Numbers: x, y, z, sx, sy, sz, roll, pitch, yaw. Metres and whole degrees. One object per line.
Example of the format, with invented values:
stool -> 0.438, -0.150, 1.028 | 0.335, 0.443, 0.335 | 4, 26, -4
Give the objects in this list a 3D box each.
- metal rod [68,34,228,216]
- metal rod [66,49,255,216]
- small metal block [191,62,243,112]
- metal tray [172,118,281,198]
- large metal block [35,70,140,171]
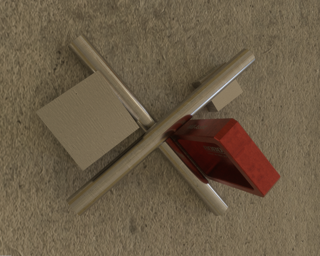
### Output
metal rod -> -0.007, 0.006, 0.409 | 0.025, 0.025, 0.300 | -44, 104, -15
metal rod -> 0.012, -0.005, 0.389 | 0.301, 0.025, 0.025 | -41, 103, -16
small metal block -> 0.082, -0.058, 0.442 | 0.050, 0.025, 0.050 | -37, 102, -16
metal tray -> 0.073, 0.032, 0.382 | 0.030, 0.130, 0.090 | -44, 104, -14
large metal block -> -0.085, -0.009, 0.365 | 0.080, 0.050, 0.080 | -39, 103, -16
